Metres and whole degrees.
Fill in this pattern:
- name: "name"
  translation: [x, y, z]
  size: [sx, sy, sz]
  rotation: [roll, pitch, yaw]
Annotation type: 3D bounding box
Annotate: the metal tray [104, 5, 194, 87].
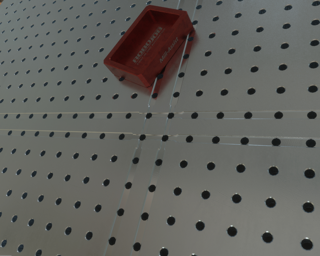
- name: "metal tray"
  translation: [-0.019, -0.134, 0.495]
  size: [0.090, 0.030, 0.130]
  rotation: [26, 76, 36]
